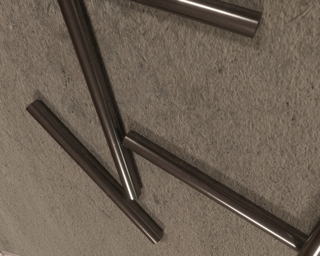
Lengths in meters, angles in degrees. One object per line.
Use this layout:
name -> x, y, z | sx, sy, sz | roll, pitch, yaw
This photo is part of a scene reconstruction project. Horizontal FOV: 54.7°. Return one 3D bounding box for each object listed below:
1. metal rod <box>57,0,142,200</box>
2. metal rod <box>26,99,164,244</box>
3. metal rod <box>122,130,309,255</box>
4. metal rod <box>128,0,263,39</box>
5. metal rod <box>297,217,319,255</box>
metal rod -> -0.076, -0.025, 0.429 | 0.025, 0.025, 0.298 | 0, 118, 28
metal rod -> -0.102, 0.074, 0.504 | 0.300, 0.025, 0.025 | 48, 129, -7
metal rod -> 0.082, 0.089, 0.418 | 0.301, 0.025, 0.025 | 31, 128, 8
metal rod -> -0.042, -0.153, 0.332 | 0.301, 0.025, 0.025 | 22, 127, 14
metal rod -> 0.204, 0.043, 0.309 | 0.025, 0.025, 0.298 | 20, 121, 16
